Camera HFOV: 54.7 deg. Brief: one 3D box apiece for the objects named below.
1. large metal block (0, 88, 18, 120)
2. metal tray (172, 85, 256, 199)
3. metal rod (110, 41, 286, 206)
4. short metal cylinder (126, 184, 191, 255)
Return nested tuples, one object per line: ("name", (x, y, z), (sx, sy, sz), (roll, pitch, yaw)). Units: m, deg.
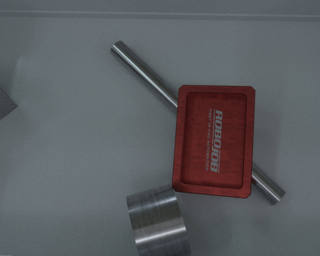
("large metal block", (-0.244, -0.034, 0.390), (0.080, 0.080, 0.050), (-43, 76, -14))
("metal tray", (0.066, 0.015, 0.376), (0.090, 0.030, 0.129), (3, 84, 13))
("metal rod", (0.041, -0.015, 0.415), (0.025, 0.025, 0.300), (-42, 76, -14))
("short metal cylinder", (-0.002, 0.107, 0.341), (0.050, 0.080, 0.080), (-15, 71, -6))
